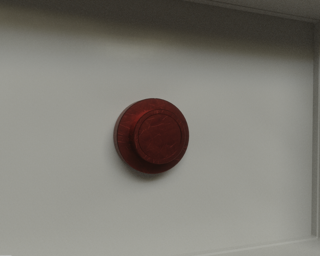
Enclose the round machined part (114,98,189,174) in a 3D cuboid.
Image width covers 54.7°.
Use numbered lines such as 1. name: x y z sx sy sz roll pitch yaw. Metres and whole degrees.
1. round machined part: -0.007 0.010 0.396 0.099 0.042 0.097 0 90 -21
